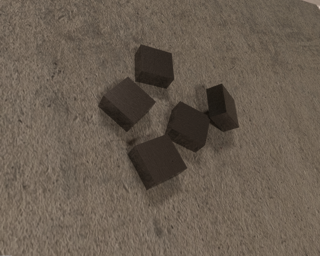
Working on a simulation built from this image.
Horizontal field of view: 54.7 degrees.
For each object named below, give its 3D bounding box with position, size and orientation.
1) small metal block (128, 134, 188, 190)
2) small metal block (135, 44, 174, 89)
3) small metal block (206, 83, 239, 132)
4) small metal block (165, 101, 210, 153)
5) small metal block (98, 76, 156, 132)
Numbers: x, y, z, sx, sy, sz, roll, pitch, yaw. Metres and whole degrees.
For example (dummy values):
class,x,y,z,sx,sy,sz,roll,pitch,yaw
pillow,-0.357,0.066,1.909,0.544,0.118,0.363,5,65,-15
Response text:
class,x,y,z,sx,sy,sz,roll,pitch,yaw
small metal block,-0.003,0.041,0.379,0.050,0.025,0.050,-19,72,-36
small metal block,-0.009,-0.090,0.455,0.050,0.025,0.050,10,57,-23
small metal block,0.093,-0.029,0.459,0.050,0.025,0.050,38,41,-47
small metal block,0.038,-0.002,0.427,0.050,0.025,0.050,27,52,-12
small metal block,-0.042,-0.031,0.401,0.050,0.025,0.050,42,51,0
